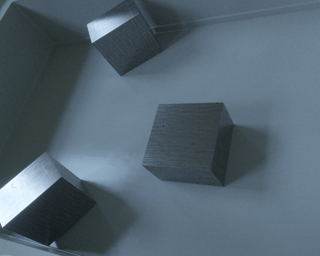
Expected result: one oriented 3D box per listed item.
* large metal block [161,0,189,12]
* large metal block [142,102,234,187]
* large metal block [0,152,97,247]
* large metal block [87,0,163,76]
[{"bbox_3d":[0.027,-0.262,0.539,0.080,0.050,0.080,-34,51,6],"label":"large metal block"},{"bbox_3d":[0.035,0.018,0.360,0.080,0.050,0.080,1,62,28],"label":"large metal block"},{"bbox_3d":[-0.140,0.089,0.384,0.080,0.080,0.050,-42,51,-9],"label":"large metal block"},{"bbox_3d":[-0.054,-0.141,0.485,0.080,0.080,0.050,-29,52,10],"label":"large metal block"}]
